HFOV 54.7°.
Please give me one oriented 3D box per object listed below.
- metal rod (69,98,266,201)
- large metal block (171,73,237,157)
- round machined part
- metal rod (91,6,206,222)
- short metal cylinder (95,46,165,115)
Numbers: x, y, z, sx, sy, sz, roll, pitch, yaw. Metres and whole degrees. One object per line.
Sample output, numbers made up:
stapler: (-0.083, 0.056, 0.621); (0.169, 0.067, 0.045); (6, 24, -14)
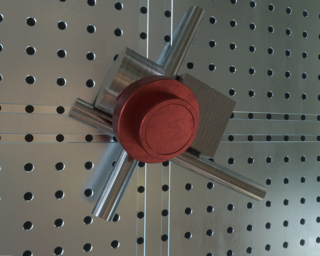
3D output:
metal rod: (0.024, 0.037, 0.422); (0.302, 0.025, 0.025); (26, 81, -19)
large metal block: (0.042, -0.016, 0.412); (0.080, 0.050, 0.080); (27, 81, -18)
round machined part: (0.002, -0.005, 0.335); (0.099, 0.042, 0.097); (-10, 114, -24)
metal rod: (-0.007, -0.030, 0.390); (0.025, 0.025, 0.300); (30, 73, -18)
short metal cylinder: (-0.037, -0.049, 0.370); (0.050, 0.080, 0.080); (26, 81, -19)
